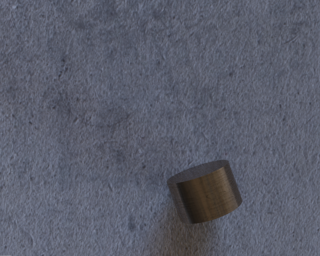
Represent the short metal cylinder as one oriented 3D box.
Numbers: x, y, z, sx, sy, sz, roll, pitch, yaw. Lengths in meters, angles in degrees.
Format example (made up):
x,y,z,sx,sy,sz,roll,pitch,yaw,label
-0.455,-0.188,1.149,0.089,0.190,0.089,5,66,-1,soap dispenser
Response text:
x,y,z,sx,sy,sz,roll,pitch,yaw,label
0.054,0.077,0.383,0.080,0.080,0.050,-20,90,0,short metal cylinder
